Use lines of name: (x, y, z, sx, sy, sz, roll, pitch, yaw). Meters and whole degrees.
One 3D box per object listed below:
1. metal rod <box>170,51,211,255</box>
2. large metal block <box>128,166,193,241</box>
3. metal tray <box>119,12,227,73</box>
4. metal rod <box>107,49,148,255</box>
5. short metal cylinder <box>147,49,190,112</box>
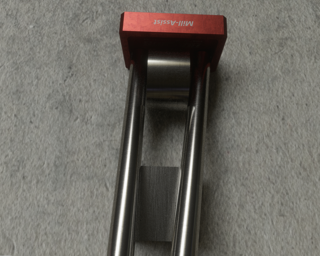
metal rod: (0.039, 0.022, 0.352, 0.025, 0.025, 0.300, 8, 55, 2)
large metal block: (0.003, 0.089, 0.361, 0.081, 0.050, 0.080, 2, 70, 0)
metal tray: (0.016, -0.112, 0.416, 0.131, 0.090, 0.030, 2, 70, 0)
metal rod: (-0.033, 0.019, 0.353, 0.025, 0.025, 0.300, 2, 55, 0)
short metal cylinder: (0.010, -0.062, 0.403, 0.050, 0.080, 0.080, 2, 70, 0)
